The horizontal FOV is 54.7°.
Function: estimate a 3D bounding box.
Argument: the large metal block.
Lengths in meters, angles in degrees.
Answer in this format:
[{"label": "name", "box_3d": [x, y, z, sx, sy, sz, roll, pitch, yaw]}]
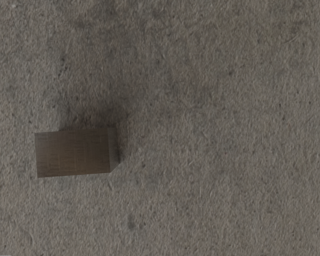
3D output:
[{"label": "large metal block", "box_3d": [-0.097, 0.027, 0.381, 0.081, 0.080, 0.050, -4, 90, -1]}]
